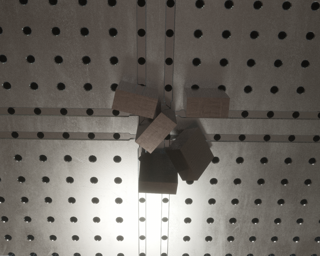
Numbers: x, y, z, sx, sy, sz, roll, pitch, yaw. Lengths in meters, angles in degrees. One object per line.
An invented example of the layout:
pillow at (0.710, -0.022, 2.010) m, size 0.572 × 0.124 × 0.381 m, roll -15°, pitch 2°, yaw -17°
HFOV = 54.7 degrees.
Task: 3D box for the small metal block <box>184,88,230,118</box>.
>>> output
small metal block at (0.056, -0.033, 0.389) m, size 0.050 × 0.050 × 0.025 m, roll 1°, pitch 110°, yaw -1°

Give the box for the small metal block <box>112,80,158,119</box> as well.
small metal block at (-0.030, -0.037, 0.386) m, size 0.050 × 0.050 × 0.025 m, roll 13°, pitch 110°, yaw -5°

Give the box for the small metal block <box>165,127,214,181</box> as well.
small metal block at (0.041, 0.034, 0.411) m, size 0.025 × 0.050 × 0.050 m, roll -11°, pitch 116°, yaw 44°

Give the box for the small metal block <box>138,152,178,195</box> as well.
small metal block at (-0.002, 0.061, 0.420) m, size 0.050 × 0.050 × 0.025 m, roll 3°, pitch 132°, yaw -2°

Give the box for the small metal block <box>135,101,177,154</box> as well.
small metal block at (-0.005, -0.002, 0.399) m, size 0.025 × 0.050 × 0.050 m, roll 38°, pitch 105°, yaw -13°
